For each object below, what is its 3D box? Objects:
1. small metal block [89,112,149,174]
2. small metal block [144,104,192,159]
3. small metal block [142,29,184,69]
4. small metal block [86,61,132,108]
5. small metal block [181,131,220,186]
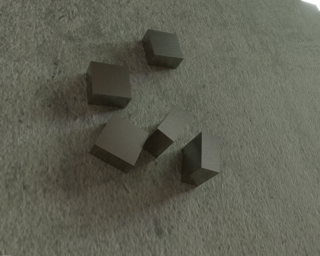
[{"bbox_3d":[-0.048,0.018,0.368,0.050,0.025,0.050,31,52,-9],"label":"small metal block"},{"bbox_3d":[0.008,0.004,0.391,0.025,0.050,0.050,40,51,-2],"label":"small metal block"},{"bbox_3d":[0.004,-0.123,0.482,0.050,0.025,0.050,1,61,-28],"label":"small metal block"},{"bbox_3d":[-0.067,-0.056,0.403,0.050,0.025,0.050,5,60,-26],"label":"small metal block"},{"bbox_3d":[0.051,0.040,0.392,0.025,0.050,0.050,18,55,-18],"label":"small metal block"}]
